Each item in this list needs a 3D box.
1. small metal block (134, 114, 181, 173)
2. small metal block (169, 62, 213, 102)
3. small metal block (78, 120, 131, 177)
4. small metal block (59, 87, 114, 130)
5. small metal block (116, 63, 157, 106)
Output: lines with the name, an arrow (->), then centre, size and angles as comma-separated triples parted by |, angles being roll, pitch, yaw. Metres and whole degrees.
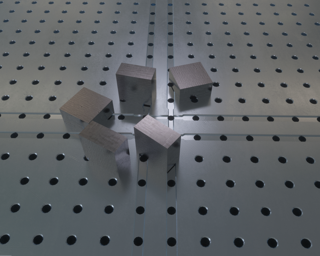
small metal block -> -0.003, 0.019, 0.376 | 0.050, 0.050, 0.025 | 32, 57, 24
small metal block -> 0.045, -0.071, 0.467 | 0.050, 0.025, 0.050 | -13, 51, -11
small metal block -> -0.065, 0.025, 0.370 | 0.050, 0.050, 0.025 | 24, 54, 19
small metal block -> -0.100, -0.024, 0.428 | 0.050, 0.025, 0.050 | 25, 54, 19
small metal block -> -0.033, -0.062, 0.444 | 0.050, 0.050, 0.025 | 11, 51, 9
